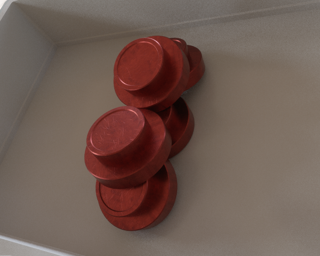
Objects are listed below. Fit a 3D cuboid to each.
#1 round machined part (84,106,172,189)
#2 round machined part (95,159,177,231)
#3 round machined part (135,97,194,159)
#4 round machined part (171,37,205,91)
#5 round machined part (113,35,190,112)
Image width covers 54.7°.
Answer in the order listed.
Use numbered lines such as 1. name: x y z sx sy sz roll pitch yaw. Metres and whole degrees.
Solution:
1. round machined part: -0.040 0.014 0.340 0.098 0.042 0.098 -14 45 15
2. round machined part: -0.034 0.066 0.352 0.098 0.042 0.098 -8 73 26
3. round machined part: -0.009 -0.008 0.402 0.098 0.042 0.098 -13 55 20
4. round machined part: 0.010 -0.089 0.429 0.098 0.042 0.098 -14 40 13
5. round machined part: -0.017 -0.070 0.379 0.098 0.042 0.098 -9 70 26
